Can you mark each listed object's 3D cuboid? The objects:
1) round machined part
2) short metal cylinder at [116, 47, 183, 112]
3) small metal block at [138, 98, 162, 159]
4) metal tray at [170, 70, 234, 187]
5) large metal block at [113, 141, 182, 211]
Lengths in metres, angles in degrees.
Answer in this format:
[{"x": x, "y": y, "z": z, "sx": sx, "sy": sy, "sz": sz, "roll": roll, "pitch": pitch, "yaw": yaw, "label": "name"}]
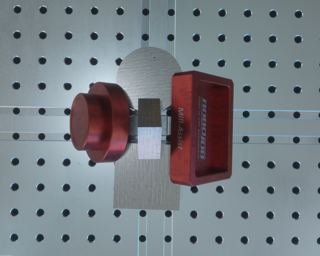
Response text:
[{"x": -0.078, "y": -0.007, "z": 0.372, "sx": 0.042, "sy": 0.098, "sz": 0.097, "roll": 1, "pitch": 90, "yaw": -33, "label": "round machined part"}, {"x": -0.012, "y": -0.059, "z": 0.400, "sx": 0.081, "sy": 0.050, "sz": 0.080, "roll": 0, "pitch": 90, "yaw": 0, "label": "short metal cylinder"}, {"x": -0.013, "y": 0.001, "z": 0.358, "sx": 0.025, "sy": 0.050, "sz": 0.050, "roll": 0, "pitch": 132, "yaw": -3, "label": "small metal block"}, {"x": 0.054, "y": 0.001, "z": 0.382, "sx": 0.030, "sy": 0.091, "sz": 0.129, "roll": 1, "pitch": 90, "yaw": 43, "label": "metal tray"}, {"x": -0.015, "y": 0.059, "z": 0.400, "sx": 0.081, "sy": 0.050, "sz": 0.080, "roll": 2, "pitch": 90, "yaw": 0, "label": "large metal block"}]
